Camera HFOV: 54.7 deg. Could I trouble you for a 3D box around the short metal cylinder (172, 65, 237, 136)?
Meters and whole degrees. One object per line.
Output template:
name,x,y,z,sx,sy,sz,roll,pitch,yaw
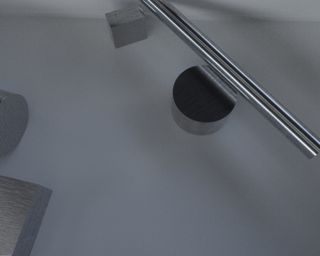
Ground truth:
short metal cylinder,0.056,-0.036,0.410,0.081,0.050,0.080,0,70,-1

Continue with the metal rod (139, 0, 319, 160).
metal rod,0.078,-0.079,0.386,0.025,0.025,0.300,-39,75,-13

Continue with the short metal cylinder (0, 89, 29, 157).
short metal cylinder,-0.208,-0.010,0.382,0.050,0.080,0.080,16,71,5

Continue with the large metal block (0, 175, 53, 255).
large metal block,-0.184,0.099,0.358,0.080,0.050,0.080,13,70,4

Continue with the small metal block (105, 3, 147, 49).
small metal block,-0.048,-0.147,0.449,0.050,0.050,0.025,-20,72,-8
